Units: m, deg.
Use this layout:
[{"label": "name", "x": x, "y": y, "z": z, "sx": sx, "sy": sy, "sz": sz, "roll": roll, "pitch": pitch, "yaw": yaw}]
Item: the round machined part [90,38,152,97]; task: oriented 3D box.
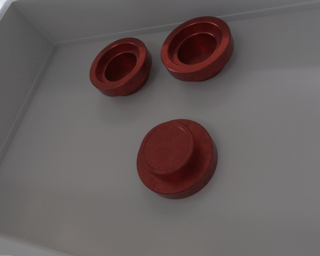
[{"label": "round machined part", "x": -0.056, "y": -0.088, "z": 0.479, "sx": 0.098, "sy": 0.042, "sz": 0.098, "roll": -13, "pitch": 56, "yaw": 21}]

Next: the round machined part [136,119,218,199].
[{"label": "round machined part", "x": 0.015, "y": 0.031, "z": 0.368, "sx": 0.098, "sy": 0.042, "sz": 0.098, "roll": -13, "pitch": 56, "yaw": 21}]

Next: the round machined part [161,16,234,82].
[{"label": "round machined part", "x": 0.054, "y": -0.104, "z": 0.430, "sx": 0.098, "sy": 0.042, "sz": 0.098, "roll": -13, "pitch": 56, "yaw": 21}]
